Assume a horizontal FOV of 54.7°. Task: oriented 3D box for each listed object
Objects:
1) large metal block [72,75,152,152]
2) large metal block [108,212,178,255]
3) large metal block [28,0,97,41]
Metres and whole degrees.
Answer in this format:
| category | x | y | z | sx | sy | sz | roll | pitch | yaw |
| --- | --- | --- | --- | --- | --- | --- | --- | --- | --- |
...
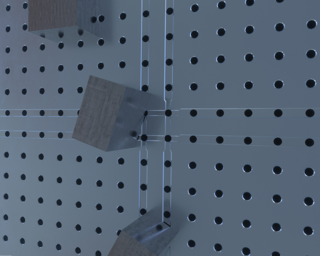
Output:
| category | x | y | z | sx | sy | sz | roll | pitch | yaw |
| --- | --- | --- | --- | --- | --- | --- | --- | --- | --- |
| large metal block | -0.060 | -0.018 | 0.403 | 0.050 | 0.080 | 0.080 | 20 | 97 | 18 |
| large metal block | -0.028 | 0.163 | 0.392 | 0.050 | 0.080 | 0.080 | 31 | 100 | 17 |
| large metal block | -0.139 | -0.176 | 0.447 | 0.080 | 0.050 | 0.079 | 0 | 90 | 19 |
